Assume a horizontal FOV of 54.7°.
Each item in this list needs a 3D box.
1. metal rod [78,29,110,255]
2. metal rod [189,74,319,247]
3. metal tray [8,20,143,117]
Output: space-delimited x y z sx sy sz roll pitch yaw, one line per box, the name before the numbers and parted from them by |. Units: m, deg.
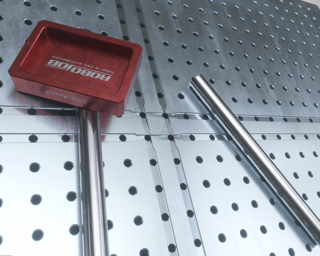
metal rod | -0.082 0.003 0.361 0.025 0.025 0.299 5 60 -26
metal rod | 0.145 0.042 0.459 0.025 0.025 0.299 -30 78 -38
metal tray | -0.095 -0.073 0.368 0.131 0.030 0.090 15 61 0
